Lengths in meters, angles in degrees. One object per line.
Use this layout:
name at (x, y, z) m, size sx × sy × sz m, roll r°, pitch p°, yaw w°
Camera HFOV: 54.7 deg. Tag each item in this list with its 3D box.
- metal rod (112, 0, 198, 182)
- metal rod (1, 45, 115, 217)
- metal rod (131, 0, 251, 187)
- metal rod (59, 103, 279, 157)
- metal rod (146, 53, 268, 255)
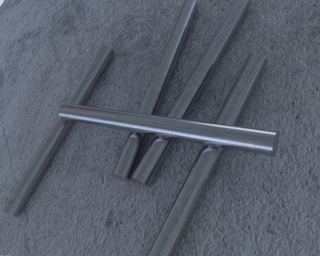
metal rod at (0.000, -0.067, 0.445) m, size 0.025 × 0.025 × 0.300 m, roll 7°, pitch 65°, yaw 31°
metal rod at (-0.152, -0.007, 0.487) m, size 0.025 × 0.025 × 0.300 m, roll 14°, pitch 69°, yaw 34°
metal rod at (0.049, -0.059, 0.414) m, size 0.025 × 0.025 × 0.300 m, roll 19°, pitch 72°, yaw 35°
metal rod at (-0.014, -0.004, 0.380) m, size 0.300 × 0.025 × 0.025 m, roll 9°, pitch 66°, yaw 32°
metal rod at (0.053, 0.039, 0.352) m, size 0.025 × 0.025 × 0.300 m, roll 18°, pitch 71°, yaw 35°
